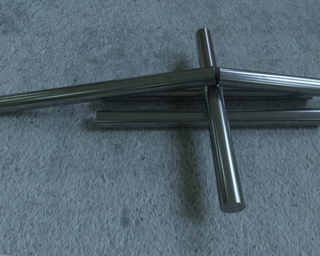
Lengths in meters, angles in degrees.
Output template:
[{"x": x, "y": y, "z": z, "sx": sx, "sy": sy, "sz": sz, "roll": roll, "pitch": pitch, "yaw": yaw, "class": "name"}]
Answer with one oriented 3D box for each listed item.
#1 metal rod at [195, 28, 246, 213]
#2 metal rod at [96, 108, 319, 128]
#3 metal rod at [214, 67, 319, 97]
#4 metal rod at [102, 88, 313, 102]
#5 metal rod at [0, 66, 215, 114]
[{"x": 0.071, "y": -0.036, "z": 0.403, "sx": 0.025, "sy": 0.025, "sz": 0.300, "roll": 0, "pitch": 50, "yaw": -1, "class": "metal rod"}, {"x": 0.068, "y": -0.013, "z": 0.416, "sx": 0.302, "sy": 0.025, "sz": 0.025, "roll": -1, "pitch": 50, "yaw": -1, "class": "metal rod"}, {"x": 0.221, "y": -0.055, "z": 0.421, "sx": 0.302, "sy": 0.025, "sz": 0.025, "roll": 4, "pitch": 50, "yaw": -10, "class": "metal rod"}, {"x": 0.068, "y": -0.052, "z": 0.448, "sx": 0.302, "sy": 0.025, "sz": 0.025, "roll": -1, "pitch": 50, "yaw": -1, "class": "metal rod"}, {"x": -0.080, "y": -0.049, "z": 0.412, "sx": 0.302, "sy": 0.025, "sz": 0.025, "roll": -7, "pitch": 50, "yaw": 6, "class": "metal rod"}]
